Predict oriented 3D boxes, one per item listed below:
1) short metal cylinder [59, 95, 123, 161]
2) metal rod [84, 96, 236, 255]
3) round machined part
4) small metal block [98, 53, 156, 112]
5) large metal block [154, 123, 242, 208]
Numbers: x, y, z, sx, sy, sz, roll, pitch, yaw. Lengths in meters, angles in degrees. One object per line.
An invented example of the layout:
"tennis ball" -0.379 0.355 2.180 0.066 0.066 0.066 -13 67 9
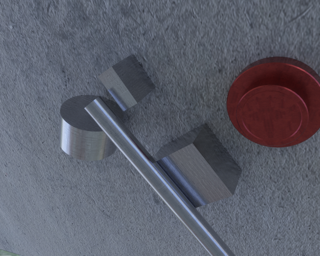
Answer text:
"short metal cylinder" -0.093 -0.002 0.418 0.080 0.080 0.050 25 127 12
"metal rod" 0.015 0.084 0.385 0.025 0.025 0.300 -33 101 38
"round machined part" 0.117 -0.020 0.321 0.098 0.042 0.097 13 124 20
"small metal block" -0.038 -0.056 0.375 0.025 0.050 0.050 -26 104 37
"large metal block" 0.044 0.052 0.399 0.080 0.050 0.080 -31 102 37
